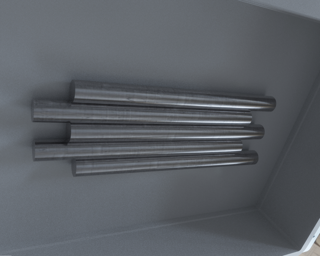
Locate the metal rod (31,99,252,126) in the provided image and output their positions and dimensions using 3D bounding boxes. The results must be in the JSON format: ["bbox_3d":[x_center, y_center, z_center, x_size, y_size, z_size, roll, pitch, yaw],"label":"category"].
[{"bbox_3d":[-0.001,-0.017,0.397,0.303,0.025,0.025,1,118,-29],"label":"metal rod"}]

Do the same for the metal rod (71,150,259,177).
[{"bbox_3d":[0.026,0.049,0.453,0.303,0.025,0.025,1,118,-29],"label":"metal rod"}]

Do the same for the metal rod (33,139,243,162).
[{"bbox_3d":[-0.009,0.026,0.420,0.303,0.025,0.025,1,118,-29],"label":"metal rod"}]

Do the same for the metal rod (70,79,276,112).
[{"bbox_3d":[0.038,-0.038,0.406,0.303,0.025,0.025,1,118,-29],"label":"metal rod"}]

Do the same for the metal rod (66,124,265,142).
[{"bbox_3d":[0.028,0.005,0.427,0.303,0.025,0.025,1,118,-29],"label":"metal rod"}]
